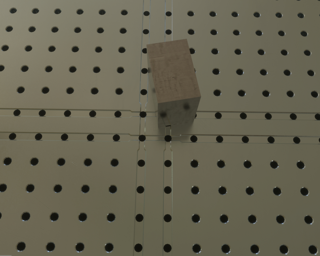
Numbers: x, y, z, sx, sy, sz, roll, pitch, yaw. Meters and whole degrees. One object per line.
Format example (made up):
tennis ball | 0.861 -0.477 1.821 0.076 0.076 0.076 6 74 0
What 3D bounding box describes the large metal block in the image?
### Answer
large metal block | 0.015 -0.056 0.403 0.050 0.080 0.080 -9 71 -4
